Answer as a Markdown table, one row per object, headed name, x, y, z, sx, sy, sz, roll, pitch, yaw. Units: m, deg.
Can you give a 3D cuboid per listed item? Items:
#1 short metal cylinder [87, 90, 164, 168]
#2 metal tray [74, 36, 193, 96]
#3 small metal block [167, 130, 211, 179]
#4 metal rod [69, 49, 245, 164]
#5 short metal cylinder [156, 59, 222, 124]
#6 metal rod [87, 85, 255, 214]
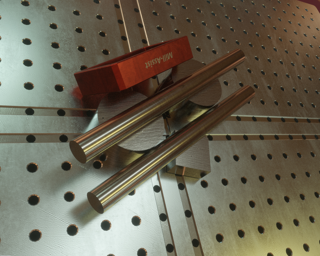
| name | x | y | z | sx | sy | sz | roll | pitch | yaw |
| --- | --- | --- | --- | --- | --- | --- | --- | --- | --- |
| short metal cylinder | -0.042 | 0.001 | 0.370 | 0.081 | 0.050 | 0.080 | 14 | 56 | -21 |
| metal tray | -0.031 | -0.081 | 0.398 | 0.131 | 0.090 | 0.030 | -33 | 112 | -38 |
| small metal block | 0.037 | 0.035 | 0.407 | 0.050 | 0.025 | 0.050 | 14 | 56 | -21 |
| metal rod | 0.021 | -0.044 | 0.382 | 0.302 | 0.025 | 0.025 | -34 | 81 | -38 |
| short metal cylinder | 0.041 | -0.053 | 0.449 | 0.081 | 0.050 | 0.080 | 14 | 56 | -21 |
| metal rod | 0.038 | 0.008 | 0.391 | 0.302 | 0.025 | 0.025 | -33 | 80 | -38 |
